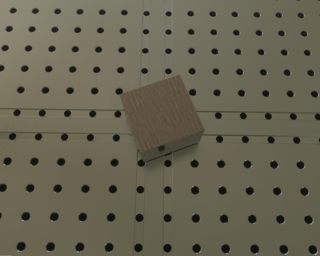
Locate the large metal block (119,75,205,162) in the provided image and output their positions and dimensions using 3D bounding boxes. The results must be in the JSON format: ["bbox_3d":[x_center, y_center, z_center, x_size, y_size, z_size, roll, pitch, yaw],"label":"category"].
[{"bbox_3d":[0.002,-0.011,0.400,0.081,0.050,0.080,-20,71,-7],"label":"large metal block"}]
